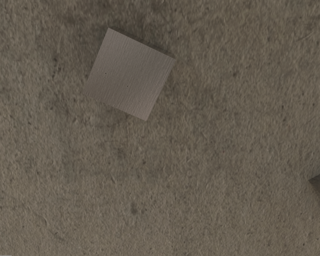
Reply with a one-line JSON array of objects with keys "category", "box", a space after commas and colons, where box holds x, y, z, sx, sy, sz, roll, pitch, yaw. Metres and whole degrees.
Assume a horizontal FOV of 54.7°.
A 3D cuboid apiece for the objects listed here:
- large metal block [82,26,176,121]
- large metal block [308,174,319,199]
[{"category": "large metal block", "box": [-0.036, -0.066, 0.372, 0.080, 0.050, 0.080, 24, 108, -9]}, {"category": "large metal block", "box": [0.274, 0.095, 0.435, 0.080, 0.050, 0.080, -33, 107, 11]}]
